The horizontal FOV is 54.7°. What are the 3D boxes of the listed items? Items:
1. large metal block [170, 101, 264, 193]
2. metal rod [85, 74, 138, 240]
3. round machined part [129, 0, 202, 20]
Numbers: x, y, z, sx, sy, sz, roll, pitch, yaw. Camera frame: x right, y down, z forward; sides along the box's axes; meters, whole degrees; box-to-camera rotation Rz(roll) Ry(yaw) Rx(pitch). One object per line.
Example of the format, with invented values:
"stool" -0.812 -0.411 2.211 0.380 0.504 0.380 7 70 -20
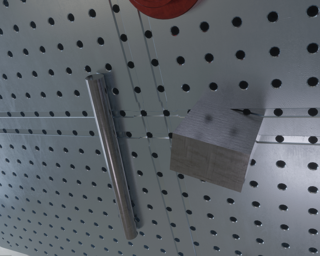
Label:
"large metal block" 0.065 0.017 0.352 0.080 0.080 0.050 16 125 19
"metal rod" -0.070 0.061 0.485 0.025 0.025 0.298 7 122 25
"round machined part" -0.001 -0.157 0.304 0.098 0.042 0.097 13 124 20
